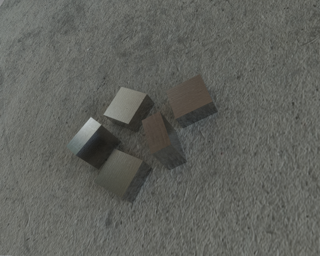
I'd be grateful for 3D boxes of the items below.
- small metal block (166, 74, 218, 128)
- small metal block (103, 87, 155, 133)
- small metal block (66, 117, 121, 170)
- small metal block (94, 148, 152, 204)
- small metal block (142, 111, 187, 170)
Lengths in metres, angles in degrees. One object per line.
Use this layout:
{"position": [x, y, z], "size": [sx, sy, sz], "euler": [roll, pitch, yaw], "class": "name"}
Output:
{"position": [0.041, -0.035, 0.404], "size": [0.050, 0.025, 0.050], "euler": [-26, 53, 12], "class": "small metal block"}
{"position": [-0.044, -0.027, 0.444], "size": [0.050, 0.025, 0.050], "euler": [20, 72, 35], "class": "small metal block"}
{"position": [-0.089, 0.022, 0.421], "size": [0.025, 0.050, 0.050], "euler": [32, 80, 38], "class": "small metal block"}
{"position": [-0.047, 0.060, 0.392], "size": [0.050, 0.025, 0.050], "euler": [18, 71, 35], "class": "small metal block"}
{"position": [0.006, 0.016, 0.375], "size": [0.025, 0.050, 0.050], "euler": [-27, 52, 11], "class": "small metal block"}
